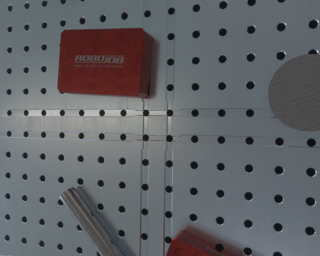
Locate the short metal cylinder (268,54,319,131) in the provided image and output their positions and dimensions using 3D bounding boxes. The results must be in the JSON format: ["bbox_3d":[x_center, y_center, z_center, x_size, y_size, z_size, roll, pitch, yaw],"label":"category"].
[{"bbox_3d":[0.162,-0.036,0.342,0.080,0.050,0.079,0,90,20],"label":"short metal cylinder"}]

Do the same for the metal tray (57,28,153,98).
[{"bbox_3d":[-0.079,-0.091,0.438,0.130,0.030,0.089,5,92,19],"label":"metal tray"}]

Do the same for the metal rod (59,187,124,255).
[{"bbox_3d":[-0.044,0.207,0.427,0.025,0.025,0.300,-44,77,15],"label":"metal rod"}]

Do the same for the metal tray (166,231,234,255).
[{"bbox_3d":[0.064,0.200,0.387,0.130,0.030,0.089,22,97,18],"label":"metal tray"}]
